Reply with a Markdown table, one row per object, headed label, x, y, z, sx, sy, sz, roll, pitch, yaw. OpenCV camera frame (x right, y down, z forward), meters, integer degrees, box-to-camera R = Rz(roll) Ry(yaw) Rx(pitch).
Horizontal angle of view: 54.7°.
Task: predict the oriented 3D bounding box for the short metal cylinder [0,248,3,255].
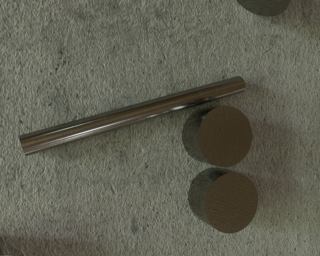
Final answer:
| label | x | y | z | sx | sy | sz | roll | pitch | yaw |
| --- | --- | --- | --- | --- | --- | --- | --- | --- | --- |
| short metal cylinder | -0.208 | 0.156 | 0.319 | 0.081 | 0.050 | 0.079 | 0 | 90 | -20 |

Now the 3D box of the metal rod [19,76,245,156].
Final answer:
| label | x | y | z | sx | sy | sz | roll | pitch | yaw |
| --- | --- | --- | --- | --- | --- | --- | --- | --- | --- |
| metal rod | -0.020 | -0.022 | 0.401 | 0.302 | 0.025 | 0.025 | -17 | 96 | -19 |

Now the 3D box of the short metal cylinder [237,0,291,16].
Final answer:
| label | x | y | z | sx | sy | sz | roll | pitch | yaw |
| --- | --- | --- | --- | --- | --- | --- | --- | --- | --- |
| short metal cylinder | 0.151 | -0.204 | 0.435 | 0.080 | 0.080 | 0.050 | 31 | 80 | -18 |

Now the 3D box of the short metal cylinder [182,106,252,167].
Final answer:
| label | x | y | z | sx | sy | sz | roll | pitch | yaw |
| --- | --- | --- | --- | --- | --- | --- | --- | --- | --- |
| short metal cylinder | 0.077 | 0.011 | 0.424 | 0.081 | 0.050 | 0.079 | 0 | 90 | -20 |

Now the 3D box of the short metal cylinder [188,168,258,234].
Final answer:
| label | x | y | z | sx | sy | sz | roll | pitch | yaw |
| --- | --- | --- | --- | --- | --- | --- | --- | --- | --- |
| short metal cylinder | 0.086 | 0.098 | 0.428 | 0.081 | 0.050 | 0.079 | 0 | 90 | -20 |
